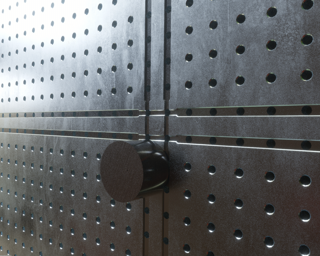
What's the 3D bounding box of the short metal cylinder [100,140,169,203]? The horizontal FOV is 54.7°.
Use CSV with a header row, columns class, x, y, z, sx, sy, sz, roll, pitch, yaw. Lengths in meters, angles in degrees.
class,x,y,z,sx,sy,sz,roll,pitch,yaw
short metal cylinder,-0.035,0.056,0.420,0.080,0.050,0.079,0,90,39
